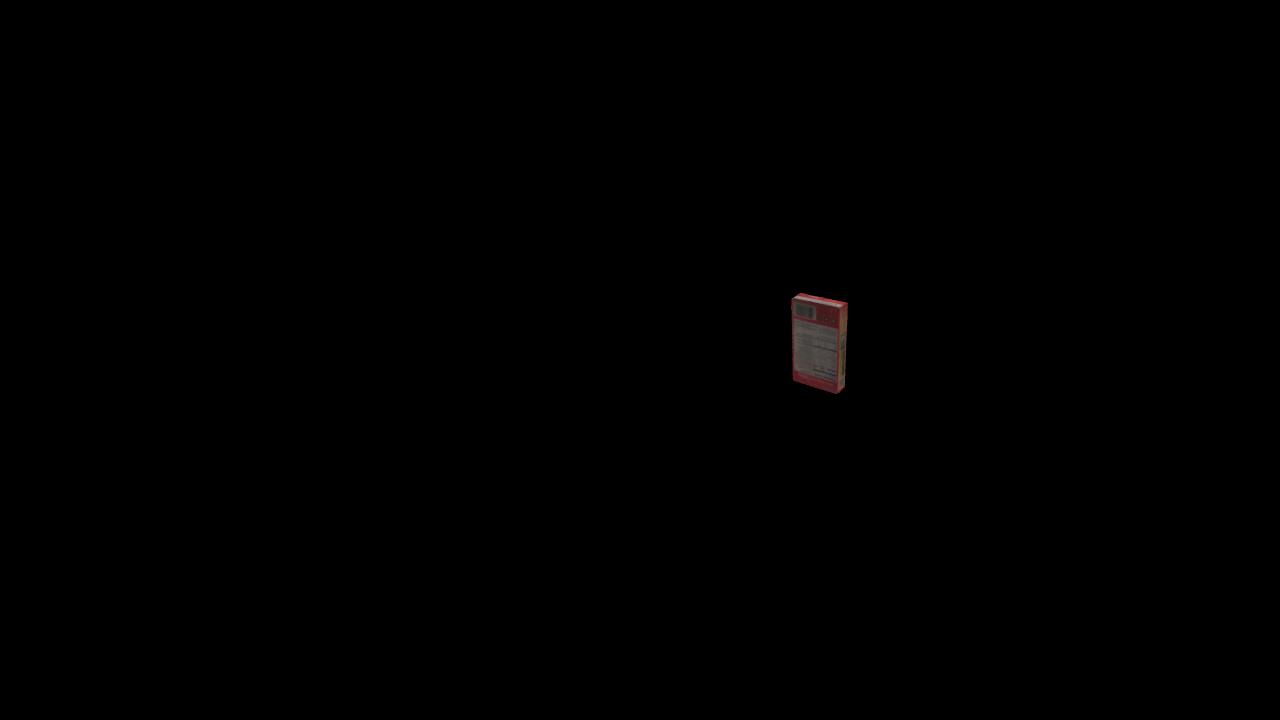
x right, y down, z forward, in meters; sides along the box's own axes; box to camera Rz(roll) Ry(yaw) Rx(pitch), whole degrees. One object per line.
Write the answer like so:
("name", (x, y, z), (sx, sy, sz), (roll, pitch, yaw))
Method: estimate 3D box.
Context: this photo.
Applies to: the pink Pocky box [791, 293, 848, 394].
("pink Pocky box", (0.285, -0.026, 0.982), (0.084, 0.155, 0.029), (20, 39, 41))
